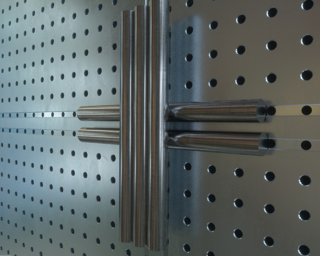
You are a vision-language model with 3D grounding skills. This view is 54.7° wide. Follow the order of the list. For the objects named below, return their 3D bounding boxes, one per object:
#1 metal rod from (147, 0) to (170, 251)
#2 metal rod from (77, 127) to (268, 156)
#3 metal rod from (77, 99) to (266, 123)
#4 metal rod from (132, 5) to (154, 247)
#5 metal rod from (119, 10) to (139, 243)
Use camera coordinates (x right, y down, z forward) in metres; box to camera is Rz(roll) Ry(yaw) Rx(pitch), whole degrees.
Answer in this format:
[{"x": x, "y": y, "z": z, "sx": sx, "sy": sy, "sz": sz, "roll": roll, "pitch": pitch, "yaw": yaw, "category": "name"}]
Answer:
[{"x": -0.002, "y": -0.004, "z": 0.377, "sx": 0.025, "sy": 0.025, "sz": 0.298, "roll": 1, "pitch": 91, "yaw": 39, "category": "metal rod"}, {"x": -0.009, "y": 0.014, "z": 0.415, "sx": 0.300, "sy": 0.025, "sz": 0.025, "roll": 1, "pitch": 91, "yaw": 39, "category": "metal rod"}, {"x": -0.011, "y": -0.021, "z": 0.417, "sx": 0.300, "sy": 0.025, "sz": 0.025, "roll": 1, "pitch": 91, "yaw": 39, "category": "metal rod"}, {"x": -0.021, "y": -0.002, "z": 0.393, "sx": 0.025, "sy": 0.025, "sz": 0.298, "roll": 1, "pitch": 91, "yaw": 39, "category": "metal rod"}, {"x": -0.041, "y": -0.002, "z": 0.409, "sx": 0.025, "sy": 0.025, "sz": 0.298, "roll": 1, "pitch": 91, "yaw": 39, "category": "metal rod"}]
